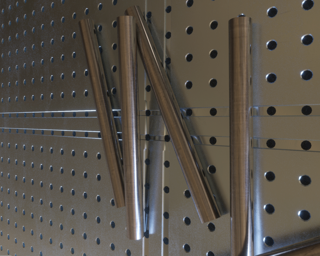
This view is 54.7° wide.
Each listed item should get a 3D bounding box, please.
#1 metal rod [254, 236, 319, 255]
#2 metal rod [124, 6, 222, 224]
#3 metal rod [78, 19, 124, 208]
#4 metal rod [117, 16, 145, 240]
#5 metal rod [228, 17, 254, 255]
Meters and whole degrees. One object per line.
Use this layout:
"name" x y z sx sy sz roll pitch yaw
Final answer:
"metal rod" 0.128 0.117 0.280 0.299 0.025 0.025 -32 70 27
"metal rod" 0.011 -0.029 0.398 0.025 0.025 0.299 -31 71 35
"metal rod" -0.086 -0.029 0.477 0.025 0.025 0.299 -22 76 37
"metal rod" -0.039 0.004 0.421 0.025 0.025 0.298 3 97 39
"metal rod" 0.088 0.033 0.335 0.025 0.025 0.298 -1 90 39
